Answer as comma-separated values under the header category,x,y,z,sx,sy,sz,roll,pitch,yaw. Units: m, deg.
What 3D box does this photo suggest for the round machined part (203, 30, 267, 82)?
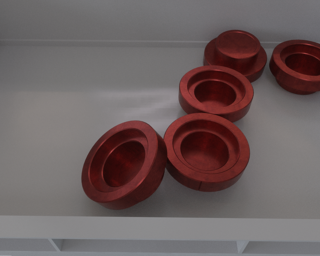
category,x,y,z,sx,sy,sz,roll,pitch,yaw
round machined part,0.119,-0.117,0.489,0.099,0.042,0.098,0,54,0

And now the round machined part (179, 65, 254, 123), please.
category,x,y,z,sx,sy,sz,roll,pitch,yaw
round machined part,0.075,-0.040,0.427,0.099,0.042,0.098,1,48,0

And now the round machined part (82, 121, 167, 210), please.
category,x,y,z,sx,sy,sz,roll,pitch,yaw
round machined part,-0.034,0.043,0.339,0.098,0.042,0.098,-20,46,23

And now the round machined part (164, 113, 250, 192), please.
category,x,y,z,sx,sy,sz,roll,pitch,yaw
round machined part,0.051,0.032,0.365,0.099,0.042,0.098,2,50,-3

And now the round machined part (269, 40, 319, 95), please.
category,x,y,z,sx,sy,sz,roll,pitch,yaw
round machined part,0.215,-0.088,0.469,0.099,0.042,0.098,0,50,0
